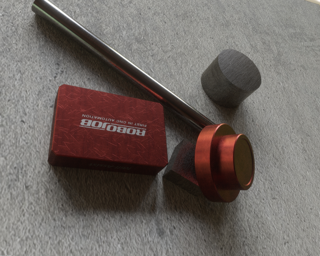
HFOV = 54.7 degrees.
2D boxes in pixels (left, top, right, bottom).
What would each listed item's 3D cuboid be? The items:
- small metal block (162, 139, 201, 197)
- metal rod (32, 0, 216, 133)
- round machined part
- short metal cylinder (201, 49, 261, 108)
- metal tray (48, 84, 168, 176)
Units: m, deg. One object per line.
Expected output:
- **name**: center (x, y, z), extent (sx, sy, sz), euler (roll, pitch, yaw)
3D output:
- **small metal block**: center (0.038, 0.050, 0.394), extent (0.050, 0.025, 0.050), euler (32, 52, -8)
- **metal rod**: center (-0.043, -0.079, 0.428), extent (0.301, 0.025, 0.025), euler (36, 51, -4)
- **round machined part**: center (0.085, 0.042, 0.383), extent (0.099, 0.042, 0.098), euler (14, 73, -53)
- **short metal cylinder**: center (0.113, -0.079, 0.497), extent (0.081, 0.050, 0.080), euler (14, 56, -21)
- **metal tray**: center (-0.058, 0.004, 0.367), extent (0.131, 0.030, 0.090), euler (9, 58, -23)
